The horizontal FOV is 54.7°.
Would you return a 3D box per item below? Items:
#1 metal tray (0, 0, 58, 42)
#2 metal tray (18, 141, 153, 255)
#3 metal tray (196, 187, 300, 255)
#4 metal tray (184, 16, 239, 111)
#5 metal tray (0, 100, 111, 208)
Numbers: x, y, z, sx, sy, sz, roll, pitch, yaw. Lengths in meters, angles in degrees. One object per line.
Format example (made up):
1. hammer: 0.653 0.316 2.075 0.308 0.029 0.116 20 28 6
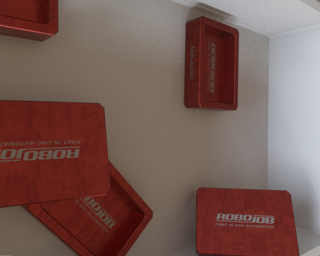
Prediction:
1. metal tray: -0.158 -0.133 0.270 0.131 0.030 0.089 -1 91 -40
2. metal tray: -0.074 0.089 0.342 0.090 0.030 0.130 -50 120 -28
3. metal tray: 0.116 0.133 0.431 0.030 0.131 0.090 81 11 -60
4. metal tray: 0.081 -0.093 0.472 0.091 0.030 0.129 2 89 -40
5. metal tray: -0.115 0.023 0.280 0.131 0.030 0.090 -1 78 -29
